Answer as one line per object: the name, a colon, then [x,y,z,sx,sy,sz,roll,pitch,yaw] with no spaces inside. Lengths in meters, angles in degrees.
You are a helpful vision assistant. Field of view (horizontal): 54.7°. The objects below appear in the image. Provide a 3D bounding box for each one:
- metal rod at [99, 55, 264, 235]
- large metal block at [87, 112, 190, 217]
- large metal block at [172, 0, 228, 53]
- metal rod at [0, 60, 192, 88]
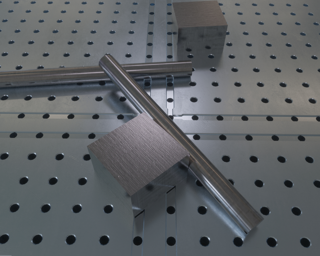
metal rod: [0.010,0.003,0.389,0.025,0.025,0.300,-30,61,-23]
large metal block: [-0.024,0.040,0.358,0.080,0.050,0.080,-33,58,-25]
large metal block: [0.065,-0.177,0.541,0.081,0.050,0.080,-4,50,-4]
metal rod: [-0.102,-0.083,0.476,0.302,0.025,0.025,-4,50,-4]
